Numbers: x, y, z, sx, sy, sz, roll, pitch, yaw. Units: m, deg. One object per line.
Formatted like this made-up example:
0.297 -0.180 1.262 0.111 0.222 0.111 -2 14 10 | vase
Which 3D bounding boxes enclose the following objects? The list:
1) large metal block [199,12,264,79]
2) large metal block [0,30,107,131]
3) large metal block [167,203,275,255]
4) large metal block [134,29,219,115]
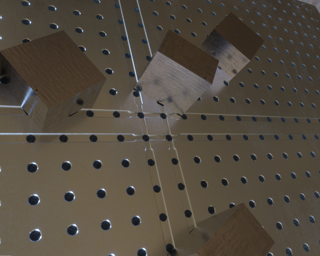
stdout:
0.129 -0.149 0.555 0.080 0.050 0.080 41 51 -1 | large metal block
-0.125 -0.057 0.360 0.080 0.050 0.080 48 51 5 | large metal block
0.058 0.132 0.325 0.081 0.080 0.050 -31 79 -38 | large metal block
0.022 -0.075 0.432 0.080 0.080 0.050 29 52 -10 | large metal block
